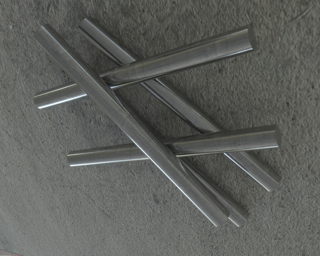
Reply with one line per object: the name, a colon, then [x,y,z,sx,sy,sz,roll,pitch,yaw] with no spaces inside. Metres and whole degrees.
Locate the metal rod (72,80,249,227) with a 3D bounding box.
metal rod: [0.001,0.026,0.421,0.300,0.025,0.025,42,129,-1]

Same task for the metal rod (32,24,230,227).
metal rod: [-0.029,0.001,0.358,0.300,0.025,0.025,46,129,-5]

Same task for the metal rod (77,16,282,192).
metal rod: [0.023,-0.029,0.376,0.300,0.025,0.025,40,129,0]

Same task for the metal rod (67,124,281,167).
metal rod: [-0.005,0.028,0.395,0.300,0.025,0.025,-9,114,31]

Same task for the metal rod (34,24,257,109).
metal rod: [-0.042,-0.060,0.360,0.300,0.025,0.025,-10,114,32]
